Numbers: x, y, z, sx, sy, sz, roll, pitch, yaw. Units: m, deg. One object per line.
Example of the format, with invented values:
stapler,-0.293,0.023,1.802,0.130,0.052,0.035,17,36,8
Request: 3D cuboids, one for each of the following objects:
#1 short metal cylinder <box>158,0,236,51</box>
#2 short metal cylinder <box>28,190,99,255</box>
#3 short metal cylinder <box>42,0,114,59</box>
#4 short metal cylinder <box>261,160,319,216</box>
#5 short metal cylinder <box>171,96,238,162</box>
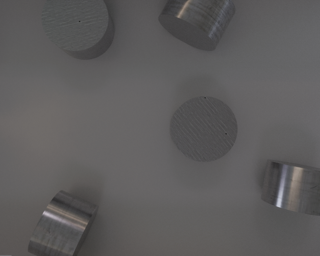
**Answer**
short metal cylinder,0.045,-0.139,0.384,0.080,0.080,0.050,28,90,0
short metal cylinder,-0.117,0.124,0.383,0.050,0.080,0.080,24,90,0
short metal cylinder,-0.102,-0.133,0.398,0.081,0.050,0.080,0,90,0
short metal cylinder,0.171,0.072,0.385,0.080,0.080,0.050,10,90,0
short metal cylinder,0.054,0.001,0.399,0.081,0.050,0.080,0,90,0
